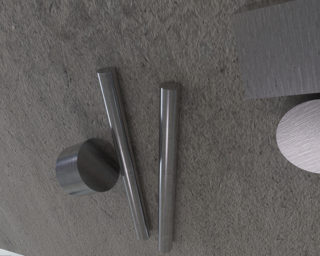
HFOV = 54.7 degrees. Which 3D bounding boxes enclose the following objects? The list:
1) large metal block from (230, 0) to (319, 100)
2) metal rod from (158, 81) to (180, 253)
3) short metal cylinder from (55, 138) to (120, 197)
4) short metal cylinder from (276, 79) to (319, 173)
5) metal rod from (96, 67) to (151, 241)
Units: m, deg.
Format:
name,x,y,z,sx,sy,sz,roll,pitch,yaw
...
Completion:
name,x,y,z,sx,sy,sz,roll,pitch,yaw
large metal block,0.117,-0.076,0.282,0.080,0.050,0.080,-4,117,30
metal rod,0.010,0.076,0.448,0.025,0.025,0.298,14,124,20
short metal cylinder,-0.107,0.059,0.464,0.050,0.080,0.080,-19,109,35
short metal cylinder,0.160,-0.002,0.305,0.080,0.050,0.079,13,124,21
metal rod,-0.049,0.056,0.466,0.025,0.025,0.298,5,121,25
